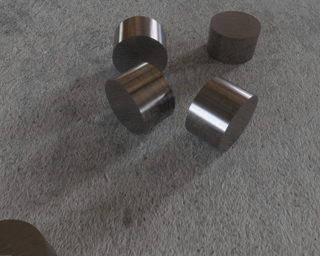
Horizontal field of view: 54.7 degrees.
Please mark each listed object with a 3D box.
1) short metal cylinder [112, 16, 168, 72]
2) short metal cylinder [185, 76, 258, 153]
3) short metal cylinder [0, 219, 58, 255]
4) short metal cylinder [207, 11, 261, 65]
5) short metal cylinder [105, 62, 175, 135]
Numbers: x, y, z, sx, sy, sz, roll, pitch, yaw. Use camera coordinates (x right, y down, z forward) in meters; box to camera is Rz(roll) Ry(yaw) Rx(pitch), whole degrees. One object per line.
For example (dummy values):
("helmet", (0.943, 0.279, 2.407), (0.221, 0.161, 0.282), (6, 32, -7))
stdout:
("short metal cylinder", (-0.030, -0.119, 0.467), (0.081, 0.080, 0.050), (-2, 50, -2))
("short metal cylinder", (0.076, -0.017, 0.382), (0.050, 0.080, 0.080), (34, 58, 25))
("short metal cylinder", (-0.136, 0.130, 0.277), (0.080, 0.050, 0.080), (0, 50, 0))
("short metal cylinder", (0.121, -0.151, 0.514), (0.080, 0.050, 0.080), (0, 50, 0))
("short metal cylinder", (-0.026, -0.037, 0.399), (0.050, 0.080, 0.080), (-34, 58, -25))
